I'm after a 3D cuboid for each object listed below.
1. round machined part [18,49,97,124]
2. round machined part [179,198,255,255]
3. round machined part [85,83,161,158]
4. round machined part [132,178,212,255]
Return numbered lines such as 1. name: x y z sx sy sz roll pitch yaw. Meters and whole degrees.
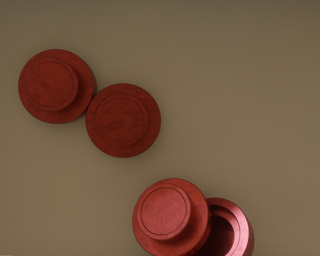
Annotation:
1. round machined part: -0.135 -0.054 0.402 0.099 0.042 0.097 0 90 0
2. round machined part: 0.068 0.140 0.385 0.098 0.098 0.042 -37 129 0
3. round machined part: -0.048 -0.009 0.402 0.099 0.042 0.097 0 90 0
4. round machined part: 0.011 0.107 0.378 0.098 0.042 0.098 -11 56 16
